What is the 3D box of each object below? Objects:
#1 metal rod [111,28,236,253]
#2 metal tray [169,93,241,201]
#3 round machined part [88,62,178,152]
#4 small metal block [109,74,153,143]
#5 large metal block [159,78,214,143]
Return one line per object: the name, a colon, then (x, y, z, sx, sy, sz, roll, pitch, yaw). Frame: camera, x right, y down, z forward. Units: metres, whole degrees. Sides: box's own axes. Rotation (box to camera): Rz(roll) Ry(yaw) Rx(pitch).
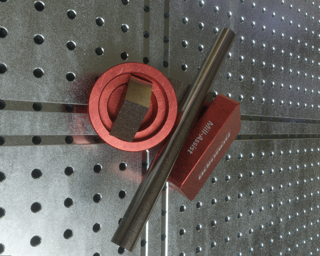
metal rod: (0.026, -0.003, 0.368, 0.025, 0.025, 0.300, 42, 64, -32)
metal tray: (0.061, 0.029, 0.415, 0.130, 0.030, 0.090, -53, 154, -11)
round machined part: (-0.033, -0.023, 0.355, 0.099, 0.042, 0.097, -1, 93, -15)
small metal block: (-0.031, -0.022, 0.332, 0.025, 0.050, 0.050, 21, 37, -13)
large metal block: (0.022, -0.015, 0.413, 0.081, 0.050, 0.080, 12, 83, -40)
